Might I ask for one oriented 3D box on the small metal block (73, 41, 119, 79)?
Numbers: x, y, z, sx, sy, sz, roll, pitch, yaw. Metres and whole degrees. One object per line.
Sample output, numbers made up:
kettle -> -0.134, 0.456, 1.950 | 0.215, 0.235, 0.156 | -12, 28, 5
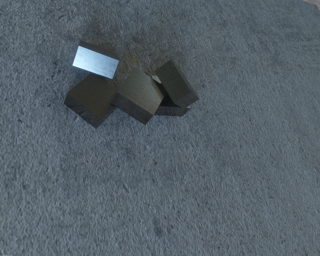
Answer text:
small metal block -> -0.083, -0.089, 0.401 | 0.050, 0.025, 0.050 | 17, 18, -19

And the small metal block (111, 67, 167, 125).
small metal block -> -0.025, -0.040, 0.384 | 0.050, 0.025, 0.050 | 33, 51, -7

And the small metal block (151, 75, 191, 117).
small metal block -> 0.010, -0.044, 0.440 | 0.050, 0.025, 0.050 | 2, 61, -28

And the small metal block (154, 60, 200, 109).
small metal block -> 0.023, -0.056, 0.405 | 0.050, 0.025, 0.050 | 59, 13, 14

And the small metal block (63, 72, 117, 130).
small metal block -> -0.081, -0.035, 0.384 | 0.050, 0.025, 0.050 | 39, 51, -3
